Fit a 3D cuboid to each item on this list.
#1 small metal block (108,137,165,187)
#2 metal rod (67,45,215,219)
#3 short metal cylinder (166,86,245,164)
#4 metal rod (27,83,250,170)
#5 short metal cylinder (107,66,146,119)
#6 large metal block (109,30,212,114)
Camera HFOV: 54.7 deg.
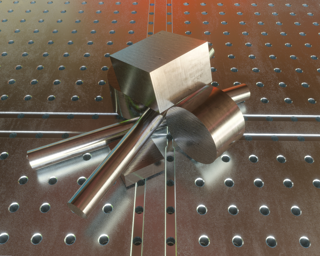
[{"bbox_3d":[-0.029,0.035,0.373,0.050,0.025,0.050,-22,54,-18],"label":"small metal block"},{"bbox_3d":[-0.005,-0.018,0.386,0.025,0.025,0.301,24,54,19],"label":"metal rod"},{"bbox_3d":[0.053,-0.004,0.371,0.050,0.080,0.080,-36,59,-25],"label":"short metal cylinder"},{"bbox_3d":[-0.015,-0.007,0.408,0.302,0.025,0.025,-18,53,-15],"label":"metal rod"},{"bbox_3d":[-0.030,-0.057,0.434,0.081,0.050,0.080,0,50,0],"label":"short metal cylinder"},{"bbox_3d":[0.001,-0.070,0.363,0.080,0.050,0.080,-33,40,-24],"label":"large metal block"}]
